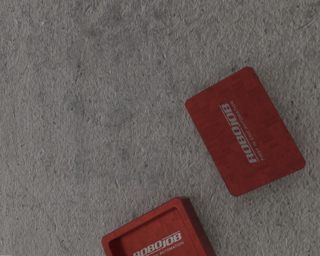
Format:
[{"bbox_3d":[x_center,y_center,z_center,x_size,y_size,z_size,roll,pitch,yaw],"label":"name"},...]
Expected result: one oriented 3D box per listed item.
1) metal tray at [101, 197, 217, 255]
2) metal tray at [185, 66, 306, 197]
[{"bbox_3d":[-0.004,0.156,0.398,0.130,0.030,0.090,-32,68,17],"label":"metal tray"},{"bbox_3d":[0.099,0.005,0.371,0.090,0.030,0.130,-29,81,17],"label":"metal tray"}]
